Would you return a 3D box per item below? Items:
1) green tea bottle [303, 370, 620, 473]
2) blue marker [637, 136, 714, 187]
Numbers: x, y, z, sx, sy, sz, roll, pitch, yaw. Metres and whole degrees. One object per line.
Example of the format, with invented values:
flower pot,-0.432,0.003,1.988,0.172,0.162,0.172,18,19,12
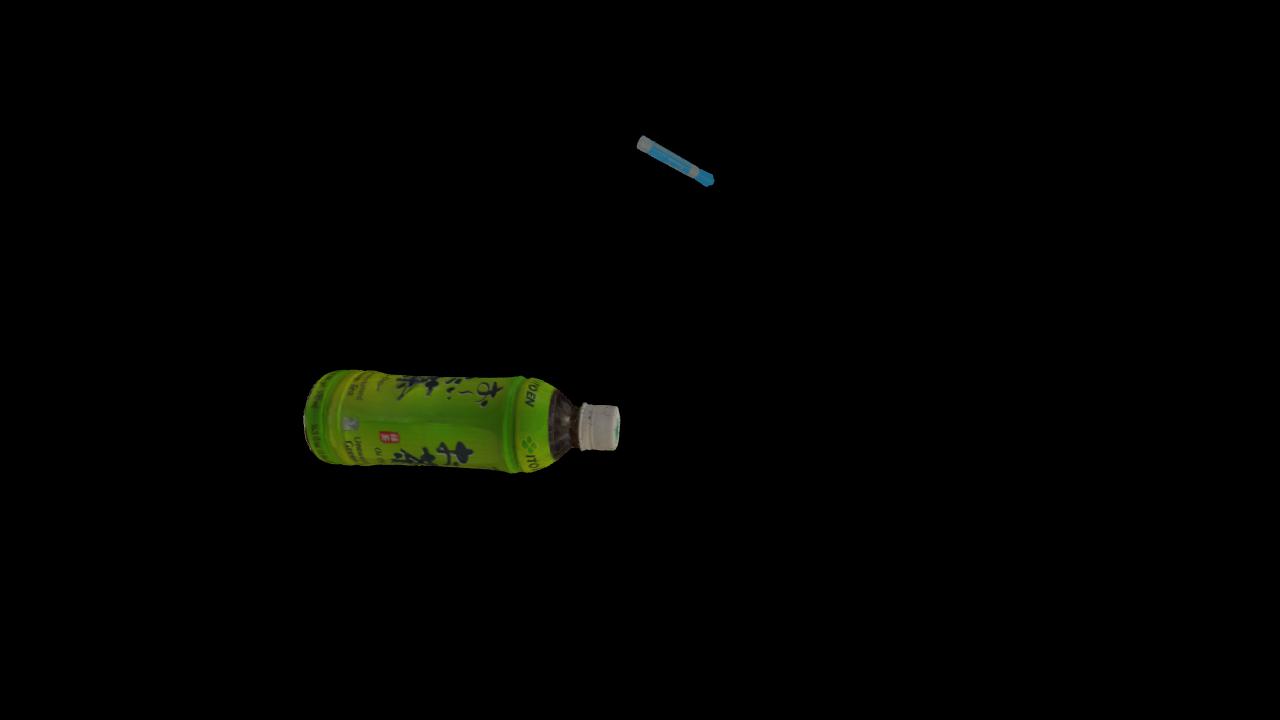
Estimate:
green tea bottle,-0.120,0.043,0.435,0.212,0.073,0.073,0,0,5
blue marker,0.051,-0.271,0.844,0.121,0.020,0.020,21,-9,-24
